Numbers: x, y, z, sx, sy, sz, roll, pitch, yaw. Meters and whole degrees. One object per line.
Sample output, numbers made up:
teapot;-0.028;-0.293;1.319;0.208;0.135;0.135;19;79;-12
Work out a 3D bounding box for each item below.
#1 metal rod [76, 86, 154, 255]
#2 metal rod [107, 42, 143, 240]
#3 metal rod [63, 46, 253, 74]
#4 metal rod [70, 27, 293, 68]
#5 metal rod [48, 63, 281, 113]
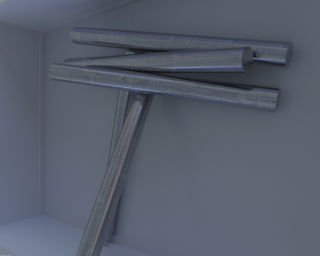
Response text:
metal rod;-0.052;0.055;0.367;0.025;0.025;0.299;2;66;39
metal rod;-0.059;0.020;0.452;0.025;0.025;0.298;16;100;38
metal rod;-0.030;-0.082;0.394;0.300;0.025;0.025;8;95;40
metal rod;0.002;-0.104;0.380;0.300;0.025;0.025;15;99;31
metal rod;-0.015;-0.054;0.374;0.301;0.025;0.025;11;97;25
